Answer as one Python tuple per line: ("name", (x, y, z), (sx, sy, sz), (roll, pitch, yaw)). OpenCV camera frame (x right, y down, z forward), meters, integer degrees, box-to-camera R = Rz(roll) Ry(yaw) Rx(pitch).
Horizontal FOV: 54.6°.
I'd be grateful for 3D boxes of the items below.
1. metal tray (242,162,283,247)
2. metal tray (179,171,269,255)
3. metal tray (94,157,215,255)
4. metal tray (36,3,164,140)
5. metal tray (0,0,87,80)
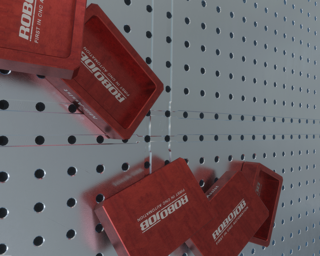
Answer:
("metal tray", (0.170, 0.134, 0.546), (0.090, 0.030, 0.130), (29, 72, -36))
("metal tray", (0.096, 0.137, 0.462), (0.131, 0.030, 0.090), (-39, 99, -26))
("metal tray", (-0.002, 0.103, 0.381), (0.131, 0.030, 0.090), (-25, 81, -37))
("metal tray", (-0.062, -0.059, 0.352), (0.130, 0.030, 0.090), (47, 62, -30))
("metal tray", (-0.114, -0.116, 0.281), (0.091, 0.030, 0.129), (7, 79, -20))
